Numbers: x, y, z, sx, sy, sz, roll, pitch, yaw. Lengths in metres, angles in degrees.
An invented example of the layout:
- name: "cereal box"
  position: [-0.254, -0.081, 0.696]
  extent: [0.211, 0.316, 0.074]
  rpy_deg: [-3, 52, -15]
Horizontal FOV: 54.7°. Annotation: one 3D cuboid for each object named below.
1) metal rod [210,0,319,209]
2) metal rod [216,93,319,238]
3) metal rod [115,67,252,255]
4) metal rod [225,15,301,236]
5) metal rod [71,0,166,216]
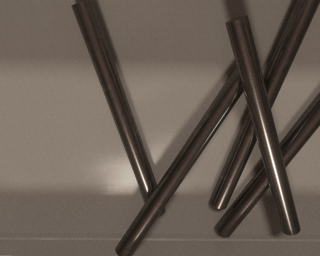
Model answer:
- name: "metal rod"
  position: [0.130, -0.022, 0.405]
  extent: [0.025, 0.025, 0.298]
  rpy_deg: [16, 109, -7]
- name: "metal rod"
  position: [0.171, 0.036, 0.427]
  extent: [0.025, 0.025, 0.298]
  rpy_deg: [29, 107, -11]
- name: "metal rod"
  position: [0.027, 0.052, 0.412]
  extent: [0.025, 0.025, 0.299]
  rpy_deg: [31, 100, -11]
- name: "metal rod"
  position: [0.135, 0.012, 0.389]
  extent: [0.025, 0.025, 0.298]
  rpy_deg: [-19, 109, 6]
- name: "metal rod"
  position: [-0.047, -0.010, 0.406]
  extent: [0.025, 0.025, 0.298]
  rpy_deg: [-16, 110, 5]
